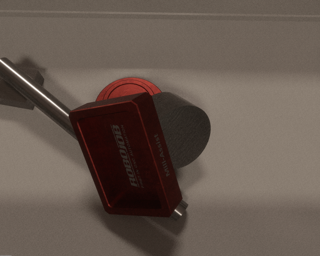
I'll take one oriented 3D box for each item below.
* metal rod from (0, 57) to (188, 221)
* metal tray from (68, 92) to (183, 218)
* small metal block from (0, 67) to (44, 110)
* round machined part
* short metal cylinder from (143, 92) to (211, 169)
[{"bbox_3d":[-0.091,0.010,0.389,0.300,0.025,0.025,38,74,6],"label":"metal rod"},{"bbox_3d":[-0.036,0.032,0.336,0.090,0.030,0.129,-7,109,31],"label":"metal tray"},{"bbox_3d":[-0.196,-0.056,0.428,0.050,0.025,0.050,10,70,3],"label":"small metal block"},{"bbox_3d":[-0.039,-0.024,0.409,0.099,0.042,0.098,0,70,-1],"label":"round machined part"},{"bbox_3d":[0.013,0.002,0.373,0.080,0.080,0.050,-35,36,-12],"label":"short metal cylinder"}]
